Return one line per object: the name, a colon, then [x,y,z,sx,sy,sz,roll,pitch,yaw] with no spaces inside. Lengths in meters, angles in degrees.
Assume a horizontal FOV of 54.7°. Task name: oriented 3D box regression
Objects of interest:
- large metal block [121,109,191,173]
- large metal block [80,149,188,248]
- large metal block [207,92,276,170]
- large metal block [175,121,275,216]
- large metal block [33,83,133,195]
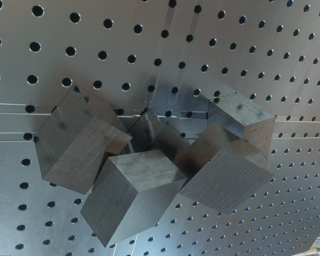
large metal block: [-0.007,0.035,0.414,0.080,0.050,0.080,-49,129,6]
large metal block: [-0.028,0.074,0.341,0.081,0.050,0.079,-3,130,-51]
large metal block: [0.111,0.006,0.442,0.050,0.080,0.079,-15,125,-20]
large metal block: [0.074,0.051,0.379,0.080,0.050,0.080,29,116,-23]
large metal block: [-0.087,0.010,0.335,0.050,0.080,0.080,34,99,-39]
